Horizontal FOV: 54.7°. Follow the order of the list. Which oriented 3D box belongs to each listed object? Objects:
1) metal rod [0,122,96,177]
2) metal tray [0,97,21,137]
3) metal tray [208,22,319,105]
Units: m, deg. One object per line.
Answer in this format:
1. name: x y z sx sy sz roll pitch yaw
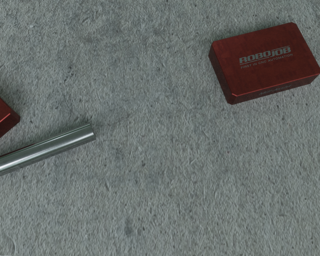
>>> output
1. metal rod: -0.227 0.058 0.384 0.302 0.025 0.025 -21 72 -8
2. metal tray: -0.266 -0.028 0.412 0.130 0.030 0.090 41 75 13
3. metal tray: 0.146 -0.093 0.441 0.131 0.030 0.090 -15 71 -6
